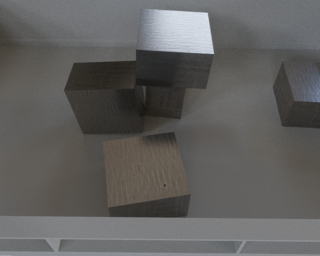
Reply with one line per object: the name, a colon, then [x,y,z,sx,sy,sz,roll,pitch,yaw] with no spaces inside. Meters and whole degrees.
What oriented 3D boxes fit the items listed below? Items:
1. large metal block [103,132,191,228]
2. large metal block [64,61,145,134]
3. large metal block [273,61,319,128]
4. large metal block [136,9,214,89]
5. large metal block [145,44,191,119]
large metal block: [-0.017,0.056,0.342,0.081,0.050,0.080,-8,51,-7]
large metal block: [-0.065,-0.037,0.395,0.080,0.080,0.050,-1,50,5]
large metal block: [0.211,-0.046,0.431,0.080,0.050,0.080,3,50,2]
large metal block: [0.015,-0.093,0.362,0.081,0.050,0.080,3,50,-2]
large metal block: [0.012,-0.071,0.428,0.050,0.080,0.080,8,50,2]
